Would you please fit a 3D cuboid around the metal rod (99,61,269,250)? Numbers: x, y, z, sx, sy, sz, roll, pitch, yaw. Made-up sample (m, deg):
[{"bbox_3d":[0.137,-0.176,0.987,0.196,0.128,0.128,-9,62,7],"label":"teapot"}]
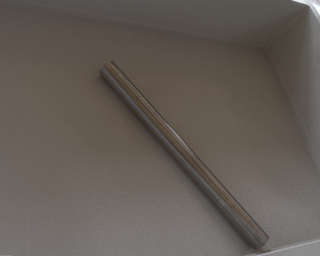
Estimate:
[{"bbox_3d":[0.027,0.031,0.400,0.300,0.025,0.025,49,51,6],"label":"metal rod"}]
